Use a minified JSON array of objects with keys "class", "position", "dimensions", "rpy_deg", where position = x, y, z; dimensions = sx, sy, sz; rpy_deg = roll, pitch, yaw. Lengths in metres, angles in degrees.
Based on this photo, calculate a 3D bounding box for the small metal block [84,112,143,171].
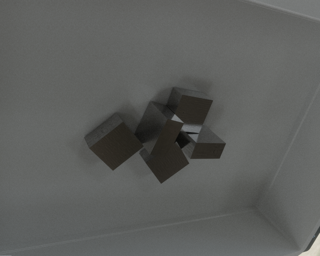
[{"class":"small metal block","position":[-0.057,0.018,0.387],"dimensions":[0.050,0.025,0.050],"rpy_deg":[-38,130,-3]}]

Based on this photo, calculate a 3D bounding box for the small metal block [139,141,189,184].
[{"class":"small metal block","position":[0.007,0.043,0.438],"dimensions":[0.050,0.025,0.050],"rpy_deg":[-35,129,-5]}]

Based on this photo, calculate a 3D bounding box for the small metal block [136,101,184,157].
[{"class":"small metal block","position":[-0.002,0.001,0.391],"dimensions":[0.025,0.050,0.050],"rpy_deg":[13,111,-34]}]

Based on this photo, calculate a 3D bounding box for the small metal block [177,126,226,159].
[{"class":"small metal block","position":[0.054,0.019,0.433],"dimensions":[0.050,0.050,0.025],"rpy_deg":[3,117,-30]}]

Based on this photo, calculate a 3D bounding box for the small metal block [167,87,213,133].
[{"class":"small metal block","position":[0.035,-0.023,0.413],"dimensions":[0.050,0.025,0.050],"rpy_deg":[6,115,-32]}]
